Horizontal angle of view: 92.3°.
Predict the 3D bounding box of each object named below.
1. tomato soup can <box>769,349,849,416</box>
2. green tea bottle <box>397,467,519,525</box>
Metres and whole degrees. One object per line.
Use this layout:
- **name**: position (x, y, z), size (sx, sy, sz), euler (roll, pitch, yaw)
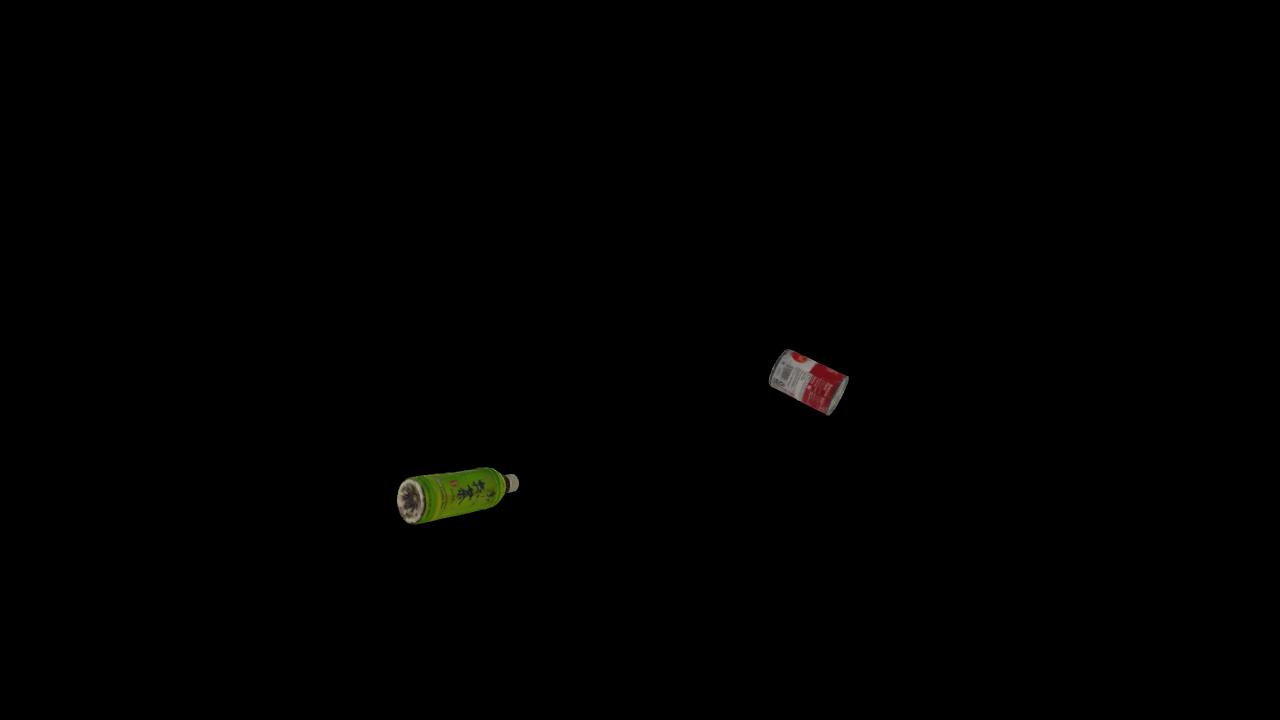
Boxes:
- **tomato soup can**: position (0.258, 0.033, 0.945), size (0.101, 0.068, 0.068), euler (28, 13, 26)
- **green tea bottle**: position (-0.279, 0.210, 0.980), size (0.073, 0.073, 0.212), euler (0, -3, 31)
